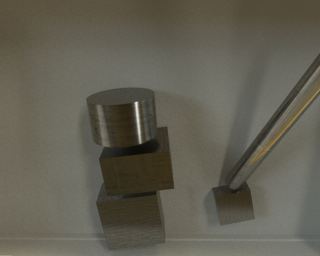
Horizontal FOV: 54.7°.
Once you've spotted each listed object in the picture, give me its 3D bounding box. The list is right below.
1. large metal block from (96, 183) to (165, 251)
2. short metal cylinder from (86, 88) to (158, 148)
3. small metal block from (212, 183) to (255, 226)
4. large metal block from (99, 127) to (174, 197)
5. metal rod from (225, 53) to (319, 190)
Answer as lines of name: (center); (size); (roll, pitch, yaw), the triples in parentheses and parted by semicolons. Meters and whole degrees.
large metal block: (-0.038, 0.121, 0.442); (0.080, 0.050, 0.079); (-8, 110, 2)
short metal cylinder: (-0.045, -0.015, 0.376); (0.081, 0.080, 0.050); (-4, 110, 1)
small metal block: (0.107, 0.110, 0.454); (0.050, 0.025, 0.050); (-13, 110, 4)
large metal block: (-0.026, 0.040, 0.396); (0.080, 0.080, 0.050); (-7, 110, 2)
metal rod: (0.147, -0.022, 0.342); (0.025, 0.025, 0.298); (17, 133, -7)
